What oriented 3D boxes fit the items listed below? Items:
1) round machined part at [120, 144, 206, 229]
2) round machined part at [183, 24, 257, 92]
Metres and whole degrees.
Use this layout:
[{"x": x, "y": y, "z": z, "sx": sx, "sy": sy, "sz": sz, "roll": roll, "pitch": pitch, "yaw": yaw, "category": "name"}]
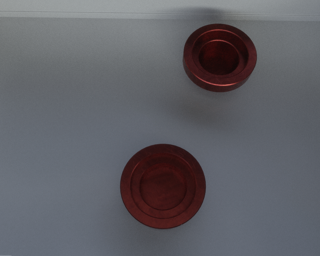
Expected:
[{"x": 0.004, "y": 0.072, "z": 0.374, "sx": 0.099, "sy": 0.042, "sz": 0.098, "roll": 0, "pitch": 70, "yaw": 0, "category": "round machined part"}, {"x": 0.081, "y": -0.093, "z": 0.435, "sx": 0.099, "sy": 0.042, "sz": 0.098, "roll": 0, "pitch": 70, "yaw": 0, "category": "round machined part"}]
